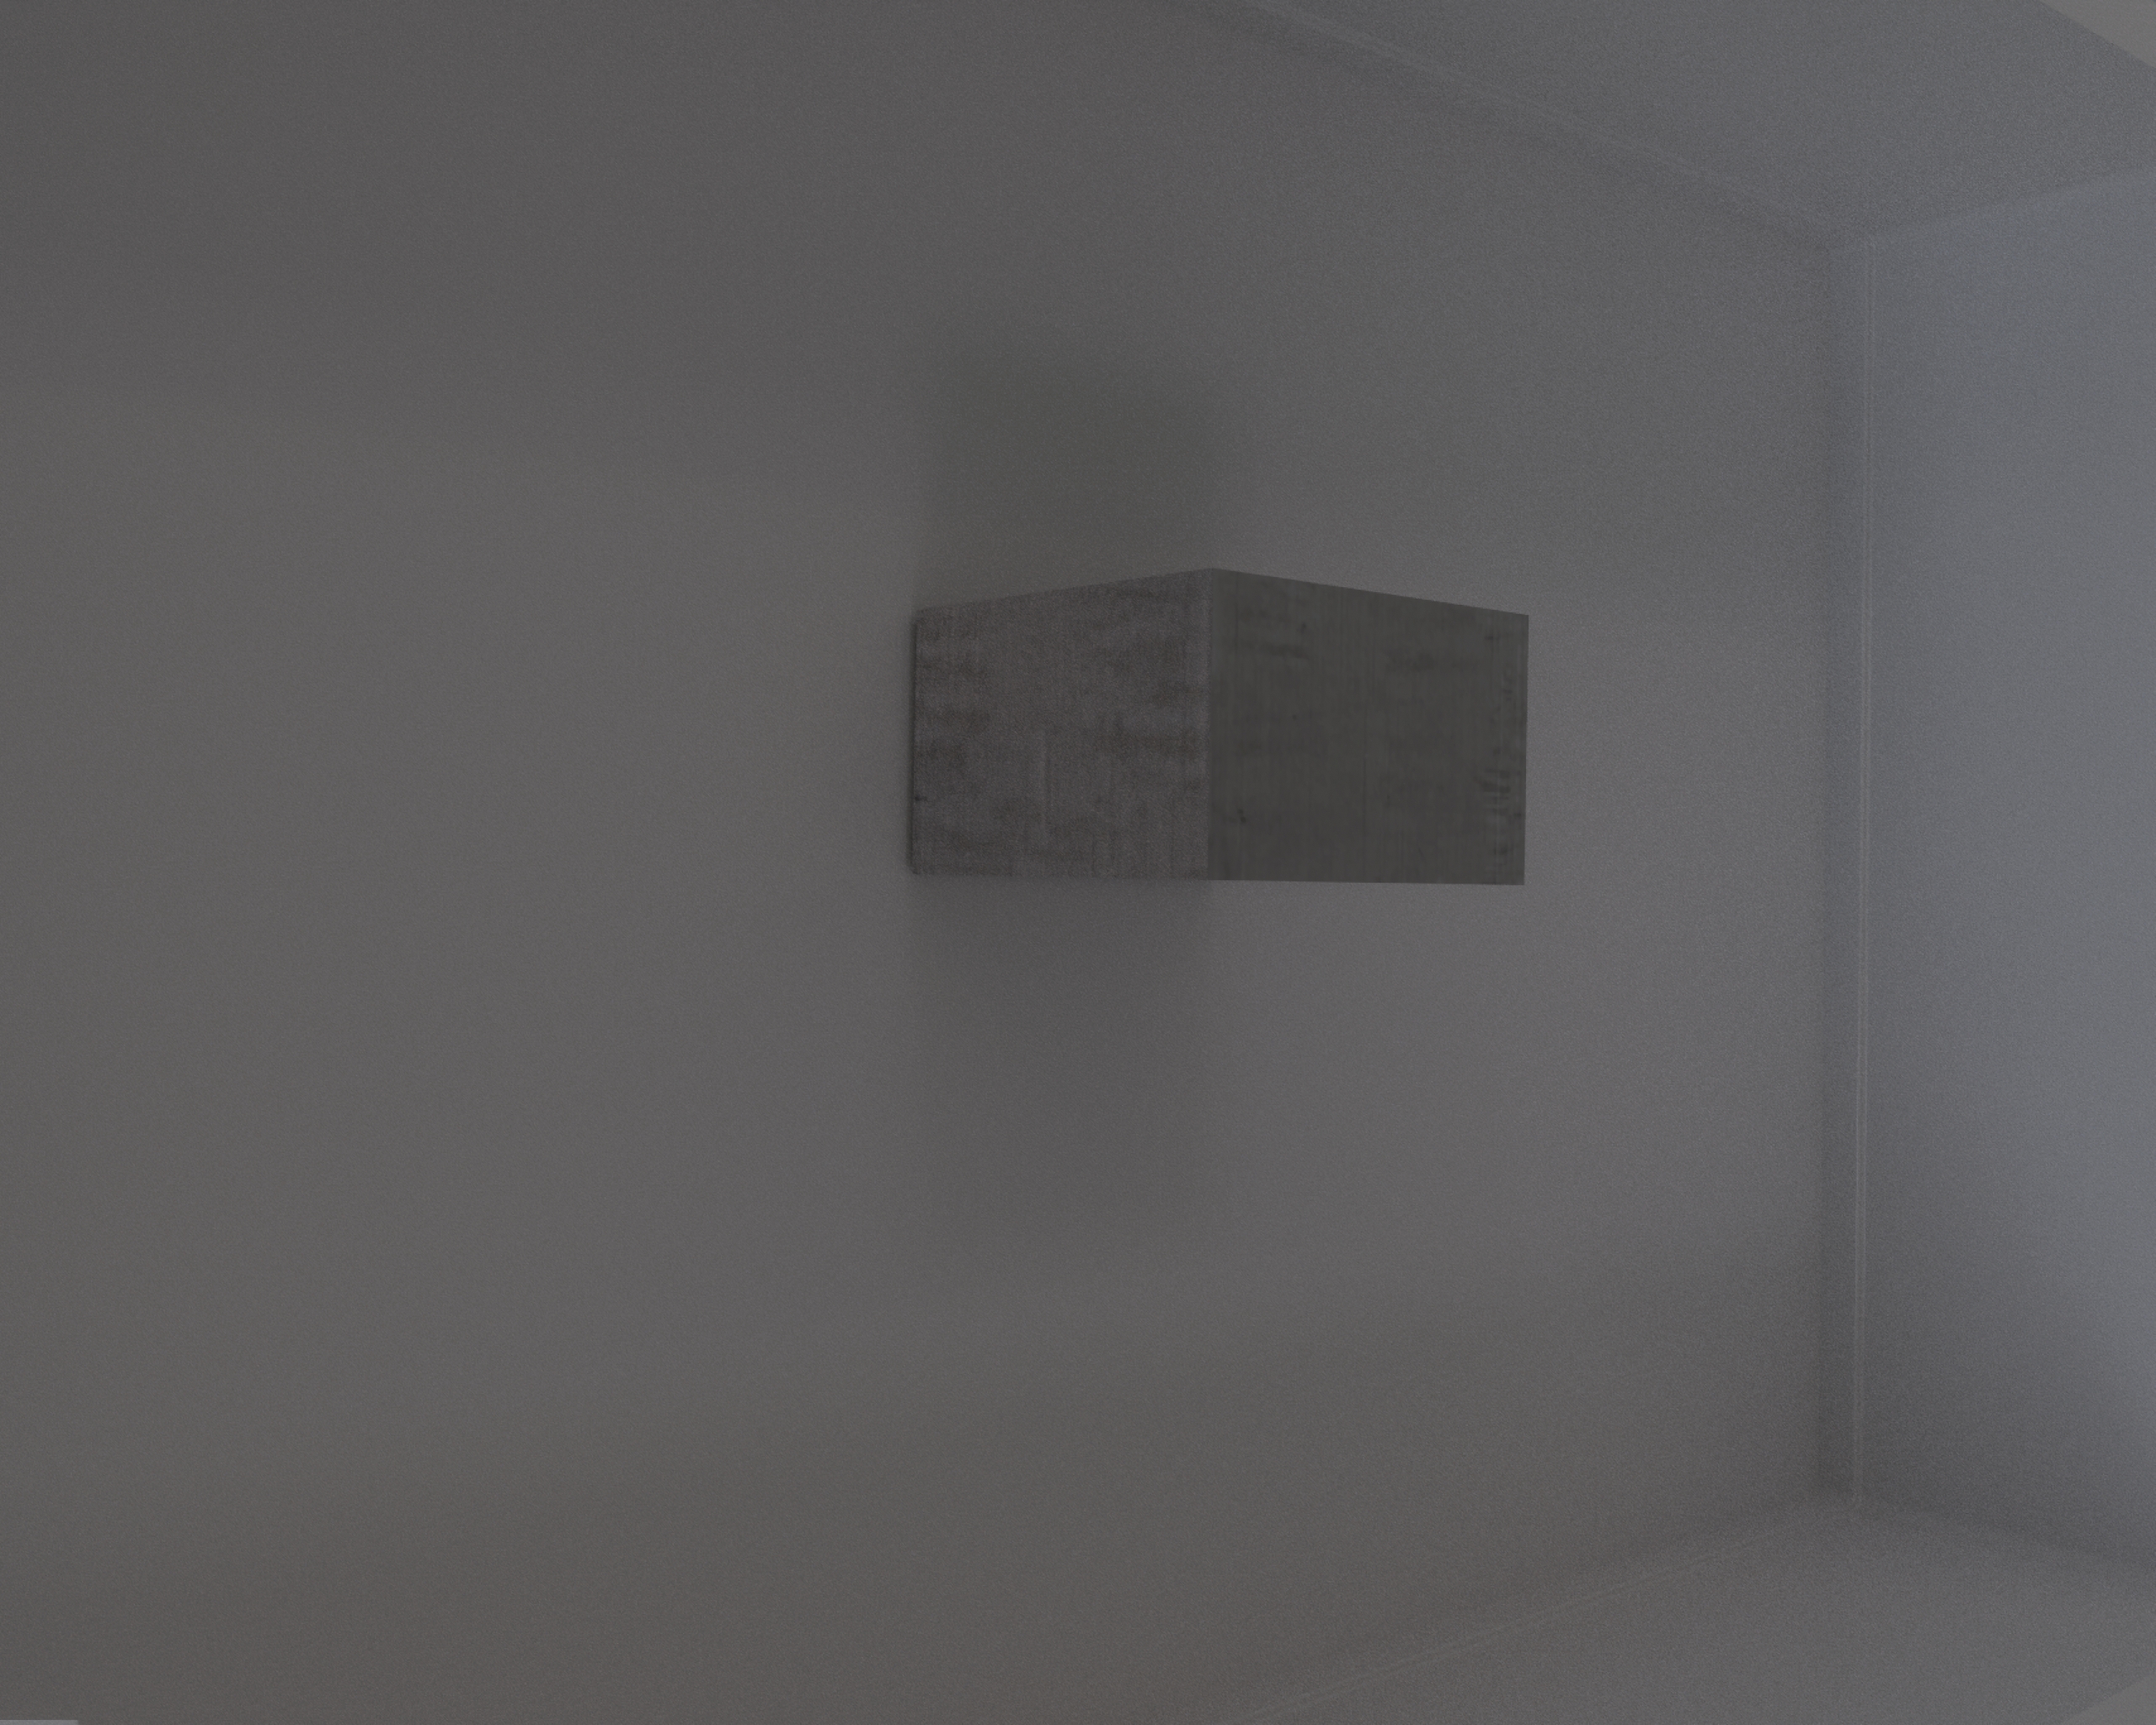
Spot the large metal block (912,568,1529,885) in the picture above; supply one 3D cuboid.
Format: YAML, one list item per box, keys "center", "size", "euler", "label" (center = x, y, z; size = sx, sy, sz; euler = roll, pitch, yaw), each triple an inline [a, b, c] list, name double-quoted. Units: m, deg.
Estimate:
- center: [0.026, -0.022, 0.388]
  size: [0.081, 0.080, 0.050]
  euler: [1, 90, -40]
  label: "large metal block"
